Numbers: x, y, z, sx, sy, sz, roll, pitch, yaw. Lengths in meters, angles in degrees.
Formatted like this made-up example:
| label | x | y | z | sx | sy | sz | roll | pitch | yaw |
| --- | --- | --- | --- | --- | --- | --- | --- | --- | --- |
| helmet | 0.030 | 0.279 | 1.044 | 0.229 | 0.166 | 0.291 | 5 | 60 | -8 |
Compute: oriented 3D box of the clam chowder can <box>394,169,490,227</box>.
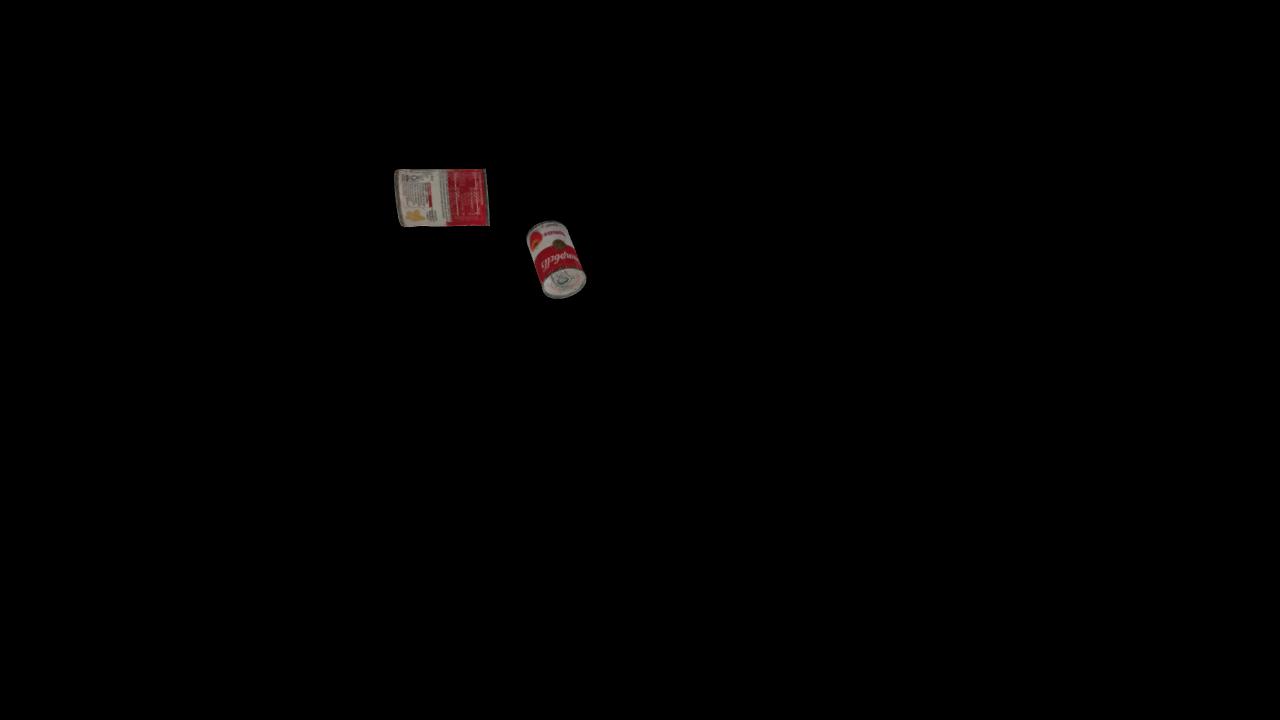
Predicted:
| label | x | y | z | sx | sy | sz | roll | pitch | yaw |
| --- | --- | --- | --- | --- | --- | --- | --- | --- | --- |
| clam chowder can | -0.232 | -0.192 | 0.729 | 0.102 | 0.068 | 0.068 | -4 | 1 | -14 |

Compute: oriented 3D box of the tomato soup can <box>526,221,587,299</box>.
| label | x | y | z | sx | sy | sz | roll | pitch | yaw |
| --- | --- | --- | --- | --- | --- | --- | --- | --- | --- |
| tomato soup can | -0.127 | -0.152 | 0.925 | 0.068 | 0.101 | 0.068 | -17 | -30 | -10 |
